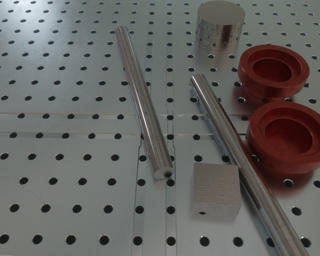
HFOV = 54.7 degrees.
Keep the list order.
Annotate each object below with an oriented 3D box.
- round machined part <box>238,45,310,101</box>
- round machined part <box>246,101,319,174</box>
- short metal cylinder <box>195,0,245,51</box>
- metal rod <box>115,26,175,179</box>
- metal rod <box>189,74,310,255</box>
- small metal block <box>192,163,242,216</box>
[{"bbox_3d":[0.166,-0.079,0.464,0.099,0.042,0.098,0,50,0],"label":"round machined part"},{"bbox_3d":[0.157,0.015,0.384,0.099,0.042,0.098,0,50,0],"label":"round machined part"},{"bbox_3d":[0.104,-0.180,0.543,0.080,0.050,0.080,0,50,0],"label":"short metal cylinder"},{"bbox_3d":[-0.031,-0.058,0.456,0.025,0.025,0.300,-11,51,-9],"label":"metal rod"},{"bbox_3d":[0.098,0.038,0.376,0.025,0.025,0.300,-13,51,-10],"label":"metal rod"},{"bbox_3d":[0.063,0.069,0.350,0.050,0.025,0.050,4,50,3],"label":"small metal block"}]
